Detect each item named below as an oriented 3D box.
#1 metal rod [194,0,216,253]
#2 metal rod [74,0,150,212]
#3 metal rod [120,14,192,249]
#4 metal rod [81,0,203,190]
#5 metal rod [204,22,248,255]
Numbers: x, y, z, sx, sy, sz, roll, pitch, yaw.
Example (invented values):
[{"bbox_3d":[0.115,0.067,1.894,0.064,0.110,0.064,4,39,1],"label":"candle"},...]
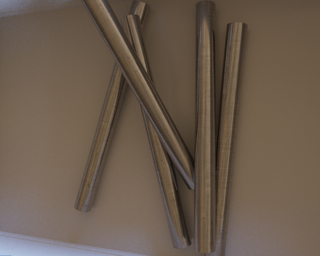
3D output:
[{"bbox_3d":[0.055,-0.006,0.376,0.025,0.025,0.298,-1,84,20],"label":"metal rod"},{"bbox_3d":[-0.069,-0.026,0.434,0.025,0.025,0.298,19,96,19],"label":"metal rod"},{"bbox_3d":[-0.005,0.005,0.398,0.025,0.025,0.298,-13,91,19],"label":"metal rod"},{"bbox_3d":[-0.024,-0.055,0.357,0.025,0.025,0.299,-24,106,18],"label":"metal rod"},{"bbox_3d":[0.080,0.024,0.381,0.025,0.025,0.298,6,92,20],"label":"metal rod"}]
